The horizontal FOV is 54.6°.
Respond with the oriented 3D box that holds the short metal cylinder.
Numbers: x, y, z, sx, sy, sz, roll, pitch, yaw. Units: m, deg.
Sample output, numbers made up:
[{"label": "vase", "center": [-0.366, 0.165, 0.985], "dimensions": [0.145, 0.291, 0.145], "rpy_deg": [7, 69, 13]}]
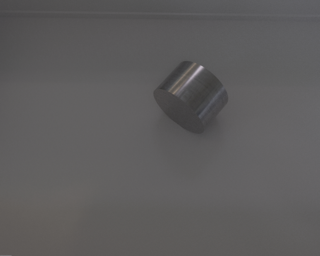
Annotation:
[{"label": "short metal cylinder", "center": [0.039, -0.038, 0.395], "dimensions": [0.080, 0.080, 0.050], "rpy_deg": [38, 74, 12]}]
